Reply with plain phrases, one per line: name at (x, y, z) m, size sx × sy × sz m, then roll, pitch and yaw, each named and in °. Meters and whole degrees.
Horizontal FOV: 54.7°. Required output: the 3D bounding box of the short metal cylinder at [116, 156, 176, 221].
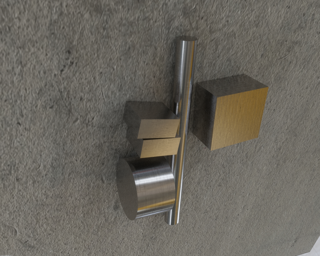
short metal cylinder at (-0.021, 0.076, 0.408) m, size 0.050 × 0.080 × 0.079 m, roll -7°, pitch 122°, yaw -25°

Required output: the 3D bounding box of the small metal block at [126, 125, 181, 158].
small metal block at (-0.010, 0.012, 0.394) m, size 0.050 × 0.050 × 0.025 m, roll -3°, pitch 120°, yaw -27°

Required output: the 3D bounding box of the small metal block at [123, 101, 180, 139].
small metal block at (-0.012, -0.011, 0.379) m, size 0.050 × 0.050 × 0.025 m, roll -1°, pitch 119°, yaw -28°

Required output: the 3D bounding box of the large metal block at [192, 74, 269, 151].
large metal block at (0.095, -0.024, 0.430) m, size 0.081 × 0.050 × 0.079 m, roll -13°, pitch 124°, yaw -22°

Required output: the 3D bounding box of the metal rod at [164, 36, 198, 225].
metal rod at (0.026, 0.023, 0.436) m, size 0.025 × 0.025 × 0.298 m, roll -12°, pitch 124°, yaw -23°
